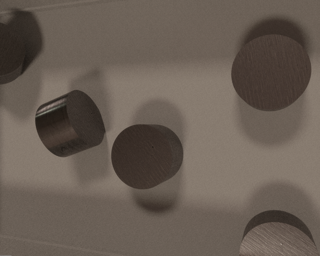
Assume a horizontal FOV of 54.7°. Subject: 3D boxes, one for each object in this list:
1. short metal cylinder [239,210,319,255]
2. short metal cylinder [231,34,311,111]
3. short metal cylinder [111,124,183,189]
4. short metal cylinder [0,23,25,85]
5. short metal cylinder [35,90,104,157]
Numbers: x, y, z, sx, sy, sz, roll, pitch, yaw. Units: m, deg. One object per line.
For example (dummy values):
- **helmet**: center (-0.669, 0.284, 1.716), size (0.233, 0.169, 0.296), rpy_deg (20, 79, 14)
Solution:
- **short metal cylinder**: center (0.133, 0.139, 0.350), size (0.080, 0.050, 0.079), rpy_deg (0, 90, 19)
- **short metal cylinder**: center (0.125, -0.060, 0.353), size (0.080, 0.050, 0.079), rpy_deg (0, 90, 19)
- **short metal cylinder**: center (-0.015, 0.035, 0.402), size (0.080, 0.050, 0.079), rpy_deg (0, 90, 19)
- **short metal cylinder**: center (-0.244, -0.109, 0.459), size (0.081, 0.050, 0.080), rpy_deg (4, 81, -24)
- **short metal cylinder**: center (-0.120, -0.006, 0.422), size (0.050, 0.080, 0.080), rpy_deg (-20, 83, 19)
